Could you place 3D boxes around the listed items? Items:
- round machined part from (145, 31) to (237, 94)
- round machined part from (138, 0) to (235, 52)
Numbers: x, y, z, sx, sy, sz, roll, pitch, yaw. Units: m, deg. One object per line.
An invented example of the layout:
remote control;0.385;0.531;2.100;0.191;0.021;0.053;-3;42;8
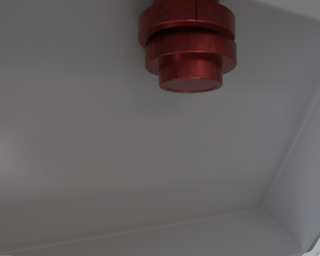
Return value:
round machined part;0.033;-0.065;0.336;0.099;0.098;0.042;4;83;-30
round machined part;0.027;-0.109;0.319;0.099;0.098;0.042;4;83;-31
